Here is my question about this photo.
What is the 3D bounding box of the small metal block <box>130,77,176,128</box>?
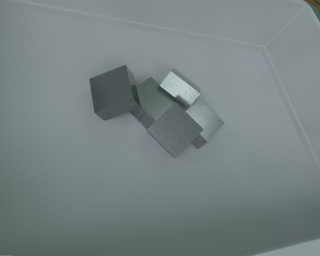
[{"bbox_3d":[-0.014,-0.034,0.418,0.050,0.025,0.050,44,51,2],"label":"small metal block"}]

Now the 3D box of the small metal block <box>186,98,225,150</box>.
[{"bbox_3d":[0.055,-0.006,0.439,0.050,0.025,0.050,46,51,3],"label":"small metal block"}]

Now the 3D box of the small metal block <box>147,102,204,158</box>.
[{"bbox_3d":[0.019,0.003,0.398,0.050,0.025,0.050,45,82,3],"label":"small metal block"}]

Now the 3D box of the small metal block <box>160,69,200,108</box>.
[{"bbox_3d":[0.030,-0.058,0.442,0.050,0.025,0.050,37,16,-4],"label":"small metal block"}]

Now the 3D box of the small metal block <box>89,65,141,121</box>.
[{"bbox_3d":[-0.056,-0.043,0.384,0.050,0.025,0.050,-19,64,11],"label":"small metal block"}]
